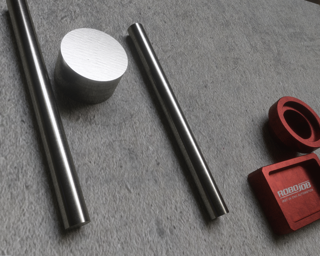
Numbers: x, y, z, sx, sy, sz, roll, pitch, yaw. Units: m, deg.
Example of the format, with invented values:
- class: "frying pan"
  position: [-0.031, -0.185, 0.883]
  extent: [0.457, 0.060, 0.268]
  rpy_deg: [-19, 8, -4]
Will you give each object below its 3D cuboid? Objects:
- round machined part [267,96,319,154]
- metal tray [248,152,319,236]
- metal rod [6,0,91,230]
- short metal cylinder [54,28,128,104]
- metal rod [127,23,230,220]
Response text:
- class: "round machined part"
  position: [0.218, -0.001, 0.508]
  extent: [0.099, 0.042, 0.098]
  rpy_deg: [14, 53, -19]
- class: "metal tray"
  position: [0.200, 0.092, 0.451]
  extent: [0.131, 0.030, 0.090]
  rpy_deg: [-9, 66, -32]
- class: "metal rod"
  position: [-0.133, -0.035, 0.353]
  extent: [0.025, 0.025, 0.299]
  rpy_deg: [-9, 66, -32]
- class: "short metal cylinder"
  position: [-0.087, -0.077, 0.388]
  extent: [0.081, 0.050, 0.080]
  rpy_deg: [14, 56, -21]
- class: "metal rod"
  position: [0.018, -0.022, 0.426]
  extent: [0.025, 0.025, 0.299]
  rpy_deg: [-10, 67, -33]
